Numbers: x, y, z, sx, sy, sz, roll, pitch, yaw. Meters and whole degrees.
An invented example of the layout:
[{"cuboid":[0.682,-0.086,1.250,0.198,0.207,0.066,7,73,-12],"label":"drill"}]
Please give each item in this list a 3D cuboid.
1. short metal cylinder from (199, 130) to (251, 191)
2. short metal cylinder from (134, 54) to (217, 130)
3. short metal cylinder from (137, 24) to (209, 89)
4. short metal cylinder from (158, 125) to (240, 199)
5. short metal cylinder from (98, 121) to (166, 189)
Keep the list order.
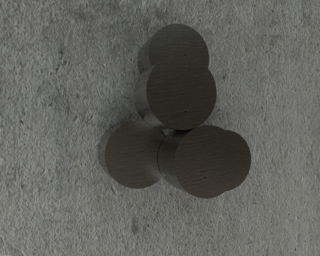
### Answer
[{"cuboid":[0.076,0.042,0.424,0.081,0.050,0.080,0,90,-20],"label":"short metal cylinder"},{"cuboid":[0.016,-0.038,0.349,0.081,0.050,0.080,0,90,-20],"label":"short metal cylinder"},{"cuboid":[0.016,-0.088,0.403,0.081,0.050,0.080,0,90,-20],"label":"short metal cylinder"},{"cuboid":[0.044,0.037,0.359,0.081,0.050,0.080,0,90,-21],"label":"short metal cylinder"},{"cuboid":[-0.033,0.031,0.385,0.081,0.050,0.080,0,90,-20],"label":"short metal cylinder"}]
